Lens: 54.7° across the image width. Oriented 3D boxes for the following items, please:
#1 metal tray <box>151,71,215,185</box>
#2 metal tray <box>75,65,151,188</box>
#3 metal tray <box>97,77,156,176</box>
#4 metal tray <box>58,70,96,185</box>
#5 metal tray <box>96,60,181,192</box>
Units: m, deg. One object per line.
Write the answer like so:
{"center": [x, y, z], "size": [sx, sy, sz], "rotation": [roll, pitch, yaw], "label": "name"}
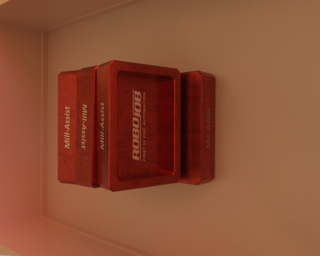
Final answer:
{"center": [0.021, -0.001, 0.384], "size": [0.090, 0.030, 0.129], "rotation": [1, 90, 40], "label": "metal tray"}
{"center": [-0.052, 0.000, 0.364], "size": [0.030, 0.091, 0.129], "rotation": [0, 88, 40], "label": "metal tray"}
{"center": [-0.049, -0.003, 0.441], "size": [0.090, 0.030, 0.129], "rotation": [1, 90, 40], "label": "metal tray"}
{"center": [-0.084, -0.001, 0.389], "size": [0.030, 0.090, 0.129], "rotation": [0, 90, 27], "label": "metal tray"}
{"center": [-0.021, -0.002, 0.337], "size": [0.030, 0.091, 0.129], "rotation": [0, 90, 54], "label": "metal tray"}
